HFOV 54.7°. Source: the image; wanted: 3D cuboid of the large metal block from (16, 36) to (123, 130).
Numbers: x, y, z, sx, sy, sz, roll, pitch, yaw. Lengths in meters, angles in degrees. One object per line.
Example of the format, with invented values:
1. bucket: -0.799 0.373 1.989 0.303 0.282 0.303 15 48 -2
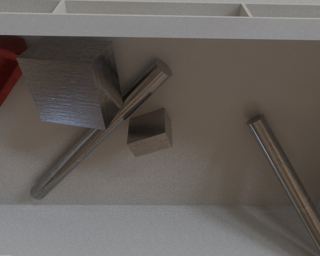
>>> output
1. large metal block: -0.092 -0.049 0.336 0.080 0.050 0.079 8 132 15

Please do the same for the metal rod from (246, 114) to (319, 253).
1. metal rod: 0.202 0.114 0.426 0.025 0.025 0.299 -28 99 21

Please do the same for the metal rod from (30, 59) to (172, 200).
1. metal rod: -0.095 0.017 0.422 0.025 0.025 0.299 34 122 -26

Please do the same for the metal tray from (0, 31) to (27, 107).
1. metal tray: -0.212 -0.052 0.330 0.129 0.030 0.091 -42 149 29

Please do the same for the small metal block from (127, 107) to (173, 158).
1. small metal block: -0.013 0.005 0.397 0.050 0.050 0.025 -17 128 13
